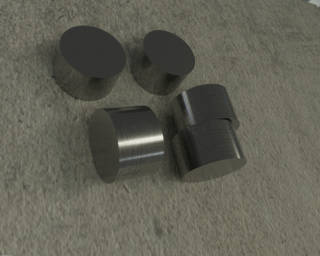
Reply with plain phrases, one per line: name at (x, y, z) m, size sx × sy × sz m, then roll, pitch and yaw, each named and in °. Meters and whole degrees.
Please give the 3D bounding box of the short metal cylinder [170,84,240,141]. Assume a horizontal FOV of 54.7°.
short metal cylinder at (0.059, -0.015, 0.411) m, size 0.081 × 0.080 × 0.050 m, roll 0°, pitch 62°, yaw -29°

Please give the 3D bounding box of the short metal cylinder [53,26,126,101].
short metal cylinder at (-0.089, -0.081, 0.390) m, size 0.081 × 0.050 × 0.080 m, roll 14°, pitch 56°, yaw -21°

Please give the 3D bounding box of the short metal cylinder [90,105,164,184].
short metal cylinder at (-0.039, 0.016, 0.339) m, size 0.050 × 0.080 × 0.080 m, roll -7°, pitch 65°, yaw -32°

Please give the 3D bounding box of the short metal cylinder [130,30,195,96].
short metal cylinder at (0.003, -0.094, 0.449) m, size 0.081 × 0.050 × 0.080 m, roll 14°, pitch 56°, yaw -21°

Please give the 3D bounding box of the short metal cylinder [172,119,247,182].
short metal cylinder at (0.060, 0.030, 0.384) m, size 0.081 × 0.080 × 0.050 m, roll 0°, pitch 62°, yaw -29°
